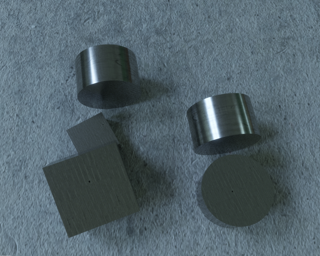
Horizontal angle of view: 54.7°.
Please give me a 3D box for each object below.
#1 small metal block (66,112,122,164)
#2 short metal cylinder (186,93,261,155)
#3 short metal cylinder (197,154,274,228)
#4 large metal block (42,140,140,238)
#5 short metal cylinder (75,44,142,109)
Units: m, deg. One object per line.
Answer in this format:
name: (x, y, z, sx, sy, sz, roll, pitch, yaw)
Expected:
small metal block: (-0.085, 0.015, 0.402, 0.050, 0.025, 0.050, -29, 73, -10)
short metal cylinder: (0.077, -0.002, 0.380, 0.081, 0.080, 0.050, -9, 71, -3)
short metal cylinder: (0.086, 0.076, 0.367, 0.081, 0.050, 0.080, 0, 70, 0)
large metal block: (-0.076, 0.066, 0.356, 0.080, 0.050, 0.080, -20, 94, -7)
short metal cylinder: (-0.067, -0.064, 0.402, 0.081, 0.080, 0.050, -8, 71, -3)
